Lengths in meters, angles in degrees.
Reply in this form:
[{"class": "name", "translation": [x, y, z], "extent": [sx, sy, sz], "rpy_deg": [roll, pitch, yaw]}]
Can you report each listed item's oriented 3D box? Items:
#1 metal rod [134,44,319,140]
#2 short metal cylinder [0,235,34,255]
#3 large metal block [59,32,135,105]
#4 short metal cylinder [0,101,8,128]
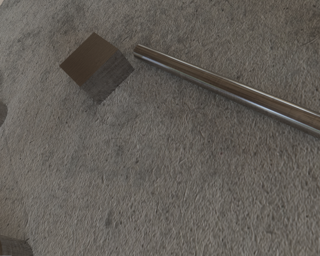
[{"class": "metal rod", "translation": [0.069, -0.060, 0.404], "extent": [0.300, 0.025, 0.025], "rpy_deg": [31, 79, 37]}, {"class": "short metal cylinder", "translation": [-0.209, 0.177, 0.389], "extent": [0.080, 0.050, 0.080], "rpy_deg": [-13, 56, 21]}, {"class": "large metal block", "translation": [-0.102, -0.097, 0.501], "extent": [0.080, 0.050, 0.080], "rpy_deg": [-46, 51, -4]}, {"class": "short metal cylinder", "translation": [-0.337, -0.026, 0.581], "extent": [0.080, 0.050, 0.080], "rpy_deg": [-13, 56, 21]}]
